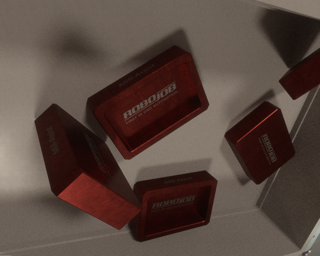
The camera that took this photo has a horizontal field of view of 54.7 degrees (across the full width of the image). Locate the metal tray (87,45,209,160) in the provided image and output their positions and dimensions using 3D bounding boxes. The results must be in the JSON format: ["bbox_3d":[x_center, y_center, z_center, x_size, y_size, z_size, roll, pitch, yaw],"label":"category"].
[{"bbox_3d":[-0.010,-0.030,0.382,0.131,0.030,0.090,-33,129,-7],"label":"metal tray"}]

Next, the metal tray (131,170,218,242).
[{"bbox_3d":[0.023,0.121,0.487,0.131,0.030,0.089,-5,114,-27],"label":"metal tray"}]

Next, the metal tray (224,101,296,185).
[{"bbox_3d":[0.171,0.029,0.520,0.090,0.030,0.130,-39,130,-2],"label":"metal tray"}]

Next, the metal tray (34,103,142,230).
[{"bbox_3d":[-0.077,0.036,0.321,0.030,0.130,0.090,-44,130,2],"label":"metal tray"}]

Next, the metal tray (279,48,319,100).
[{"bbox_3d":[0.209,-0.085,0.401,0.090,0.030,0.131,-38,176,32],"label":"metal tray"}]
